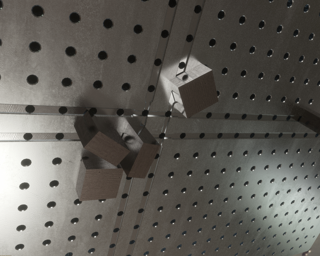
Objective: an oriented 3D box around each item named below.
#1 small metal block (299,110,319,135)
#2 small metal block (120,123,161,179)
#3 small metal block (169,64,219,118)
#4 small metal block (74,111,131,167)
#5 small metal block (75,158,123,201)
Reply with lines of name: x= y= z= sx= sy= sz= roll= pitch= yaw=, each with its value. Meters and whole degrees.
small metal block: x=0.288 y=-0.006 z=0.552 sx=0.050 sy=0.050 sz=0.025 roll=10 pitch=114 yaw=-33
small metal block: x=-0.030 y=0.029 z=0.398 sx=0.025 sy=0.050 sz=0.050 roll=13 pitch=112 yaw=-34
small metal block: x=0.045 y=-0.049 z=0.408 sx=0.050 sy=0.025 sz=0.050 roll=-29 pitch=129 yaw=-11
small metal block: x=-0.069 y=0.012 z=0.366 sx=0.025 sy=0.050 sz=0.050 roll=-48 pitch=129 yaw=5
small metal block: x=-0.080 y=0.067 z=0.410 sx=0.050 sy=0.025 sz=0.050 roll=2 pitch=117 yaw=-30
